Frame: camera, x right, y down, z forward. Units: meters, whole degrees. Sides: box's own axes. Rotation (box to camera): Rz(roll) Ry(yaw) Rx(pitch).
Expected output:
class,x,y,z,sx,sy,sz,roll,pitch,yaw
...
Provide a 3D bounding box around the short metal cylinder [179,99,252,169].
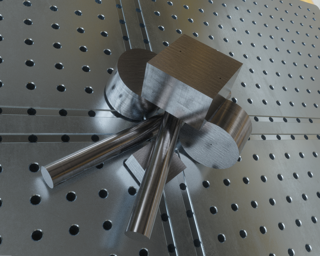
class,x,y,z,sx,sy,sz,roll,pitch,yaw
short metal cylinder,0.072,0.007,0.404,0.080,0.080,0.050,40,52,-1

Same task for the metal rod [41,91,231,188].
class,x,y,z,sx,sy,sz,roll,pitch,yaw
metal rod,-0.005,-0.003,0.403,0.302,0.025,0.025,-26,76,-37

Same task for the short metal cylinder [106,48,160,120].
class,x,y,z,sx,sy,sz,roll,pitch,yaw
short metal cylinder,-0.025,-0.057,0.409,0.081,0.050,0.080,14,56,-21

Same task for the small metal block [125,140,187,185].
class,x,y,z,sx,sy,sz,roll,pitch,yaw
small metal block,-0.005,0.045,0.374,0.050,0.025,0.050,-32,80,-38

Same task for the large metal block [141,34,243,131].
class,x,y,z,sx,sy,sz,roll,pitch,yaw
large metal block,0.037,-0.056,0.360,0.080,0.050,0.080,32,50,14

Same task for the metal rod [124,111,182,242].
class,x,y,z,sx,sy,sz,roll,pitch,yaw
metal rod,0.016,-0.010,0.386,0.025,0.025,0.300,27,52,-12
